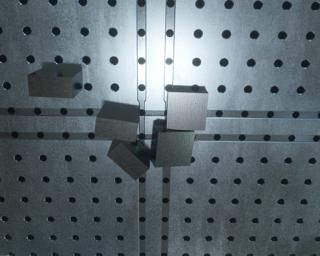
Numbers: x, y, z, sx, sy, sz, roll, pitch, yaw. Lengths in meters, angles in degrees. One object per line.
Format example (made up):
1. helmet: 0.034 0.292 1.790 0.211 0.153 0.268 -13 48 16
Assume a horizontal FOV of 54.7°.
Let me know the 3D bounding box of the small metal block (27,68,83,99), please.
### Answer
1. small metal block: -0.125 -0.056 0.378 0.050 0.050 0.025 3 110 -2

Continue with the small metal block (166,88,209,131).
1. small metal block: 0.034 -0.025 0.405 0.050 0.025 0.050 2 110 -1

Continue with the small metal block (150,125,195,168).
1. small metal block: 0.016 0.024 0.416 0.050 0.025 0.050 -1 111 -18

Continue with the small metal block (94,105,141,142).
1. small metal block: -0.053 -0.007 0.397 0.050 0.050 0.025 9 110 -4

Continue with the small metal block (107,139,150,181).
1. small metal block: -0.040 0.034 0.412 0.025 0.050 0.050 -42 105 14
